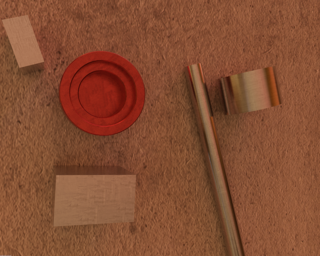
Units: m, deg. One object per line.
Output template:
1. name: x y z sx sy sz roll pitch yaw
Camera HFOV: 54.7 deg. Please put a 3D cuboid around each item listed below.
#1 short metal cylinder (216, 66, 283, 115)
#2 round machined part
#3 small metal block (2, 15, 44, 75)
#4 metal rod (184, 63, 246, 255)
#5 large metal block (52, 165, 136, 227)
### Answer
1. short metal cylinder: 0.122 -0.051 0.426 0.081 0.080 0.050 -14 95 -20
2. round machined part: -0.071 -0.040 0.374 0.099 0.042 0.097 0 90 -21
3. small metal block: -0.149 -0.089 0.341 0.025 0.050 0.050 -20 97 -19
4. metal rod: 0.081 0.058 0.440 0.025 0.025 0.298 -16 96 -20
5. large metal block: -0.078 0.072 0.352 0.081 0.080 0.050 3 89 -20
